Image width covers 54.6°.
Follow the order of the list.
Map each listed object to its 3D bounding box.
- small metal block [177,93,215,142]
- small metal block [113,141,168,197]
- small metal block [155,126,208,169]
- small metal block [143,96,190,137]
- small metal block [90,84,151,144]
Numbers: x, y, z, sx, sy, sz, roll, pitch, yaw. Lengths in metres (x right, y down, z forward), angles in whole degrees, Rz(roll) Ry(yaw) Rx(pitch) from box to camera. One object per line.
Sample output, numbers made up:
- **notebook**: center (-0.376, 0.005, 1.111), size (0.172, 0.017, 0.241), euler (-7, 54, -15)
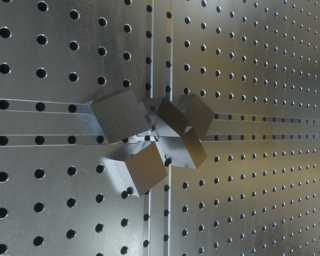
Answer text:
- **small metal block**: center (0.047, -0.014, 0.447), size (0.050, 0.025, 0.050), euler (40, 66, -33)
- **small metal block**: center (-0.023, 0.050, 0.389), size (0.050, 0.025, 0.050), euler (-33, 111, -35)
- **small metal block**: center (0.029, 0.025, 0.416), size (0.025, 0.050, 0.050), euler (-42, 116, -32)
- **small metal block**: center (0.000, -0.013, 0.392), size (0.050, 0.050, 0.025), euler (42, 65, -32)
- **small metal block**: center (-0.043, -0.016, 0.353), size (0.025, 0.050, 0.050), euler (-83, 152, -69)
